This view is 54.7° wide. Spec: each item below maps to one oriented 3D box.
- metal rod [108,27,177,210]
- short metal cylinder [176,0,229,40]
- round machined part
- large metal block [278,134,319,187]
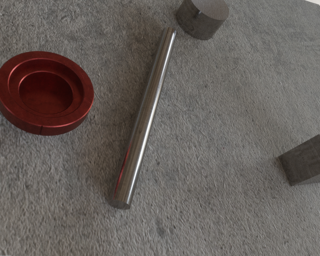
[{"bbox_3d":[-0.014,-0.036,0.417,0.025,0.025,0.300,24,53,-14],"label":"metal rod"},{"bbox_3d":[0.075,-0.205,0.553,0.081,0.050,0.080,14,56,-21],"label":"short metal cylinder"},{"bbox_3d":[-0.127,-0.034,0.345,0.099,0.042,0.098,14,56,-21],"label":"round machined part"},{"bbox_3d":[0.246,0.049,0.471,0.081,0.080,0.050,0,62,-28],"label":"large metal block"}]
